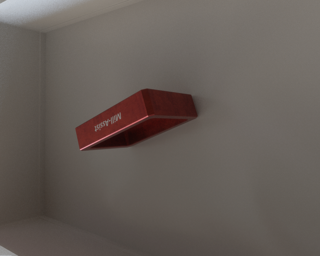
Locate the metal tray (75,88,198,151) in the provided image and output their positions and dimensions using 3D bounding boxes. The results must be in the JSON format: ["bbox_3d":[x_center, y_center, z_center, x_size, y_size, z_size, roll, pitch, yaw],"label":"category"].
[{"bbox_3d":[-0.031,-0.006,0.387,0.130,0.091,0.030,-24,75,37],"label":"metal tray"}]
